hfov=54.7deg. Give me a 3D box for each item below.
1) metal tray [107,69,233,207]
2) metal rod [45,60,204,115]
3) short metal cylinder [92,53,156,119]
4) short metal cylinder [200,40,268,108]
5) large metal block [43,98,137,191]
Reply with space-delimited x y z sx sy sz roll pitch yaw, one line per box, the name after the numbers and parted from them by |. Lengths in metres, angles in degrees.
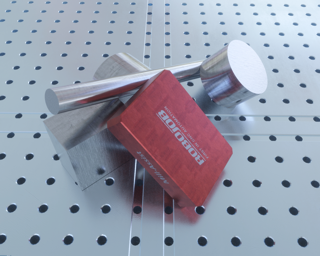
0.017 0.012 0.343 0.130 0.030 0.090 49 55 -15 | metal tray
0.001 -0.064 0.392 0.025 0.025 0.302 39 39 27 | metal rod
-0.044 -0.053 0.416 0.080 0.080 0.050 -36 59 -27 | short metal cylinder
0.102 -0.073 0.429 0.081 0.050 0.080 17 60 -33 | short metal cylinder
-0.076 0.014 0.359 0.081 0.080 0.050 -33 58 -25 | large metal block
